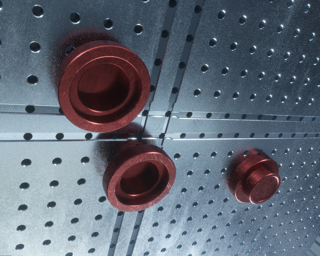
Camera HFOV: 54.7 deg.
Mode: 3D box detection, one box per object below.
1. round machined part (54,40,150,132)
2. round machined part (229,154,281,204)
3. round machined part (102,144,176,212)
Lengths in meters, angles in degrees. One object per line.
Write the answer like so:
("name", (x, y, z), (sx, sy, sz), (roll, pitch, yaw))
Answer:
("round machined part", (-0.064, -0.047, 0.337), (0.099, 0.042, 0.097), (-14, 125, -21))
("round machined part", (0.178, 0.098, 0.561), (0.099, 0.042, 0.097), (-14, 124, -21))
("round machined part", (-0.031, 0.063, 0.424), (0.099, 0.042, 0.097), (-14, 125, -21))
